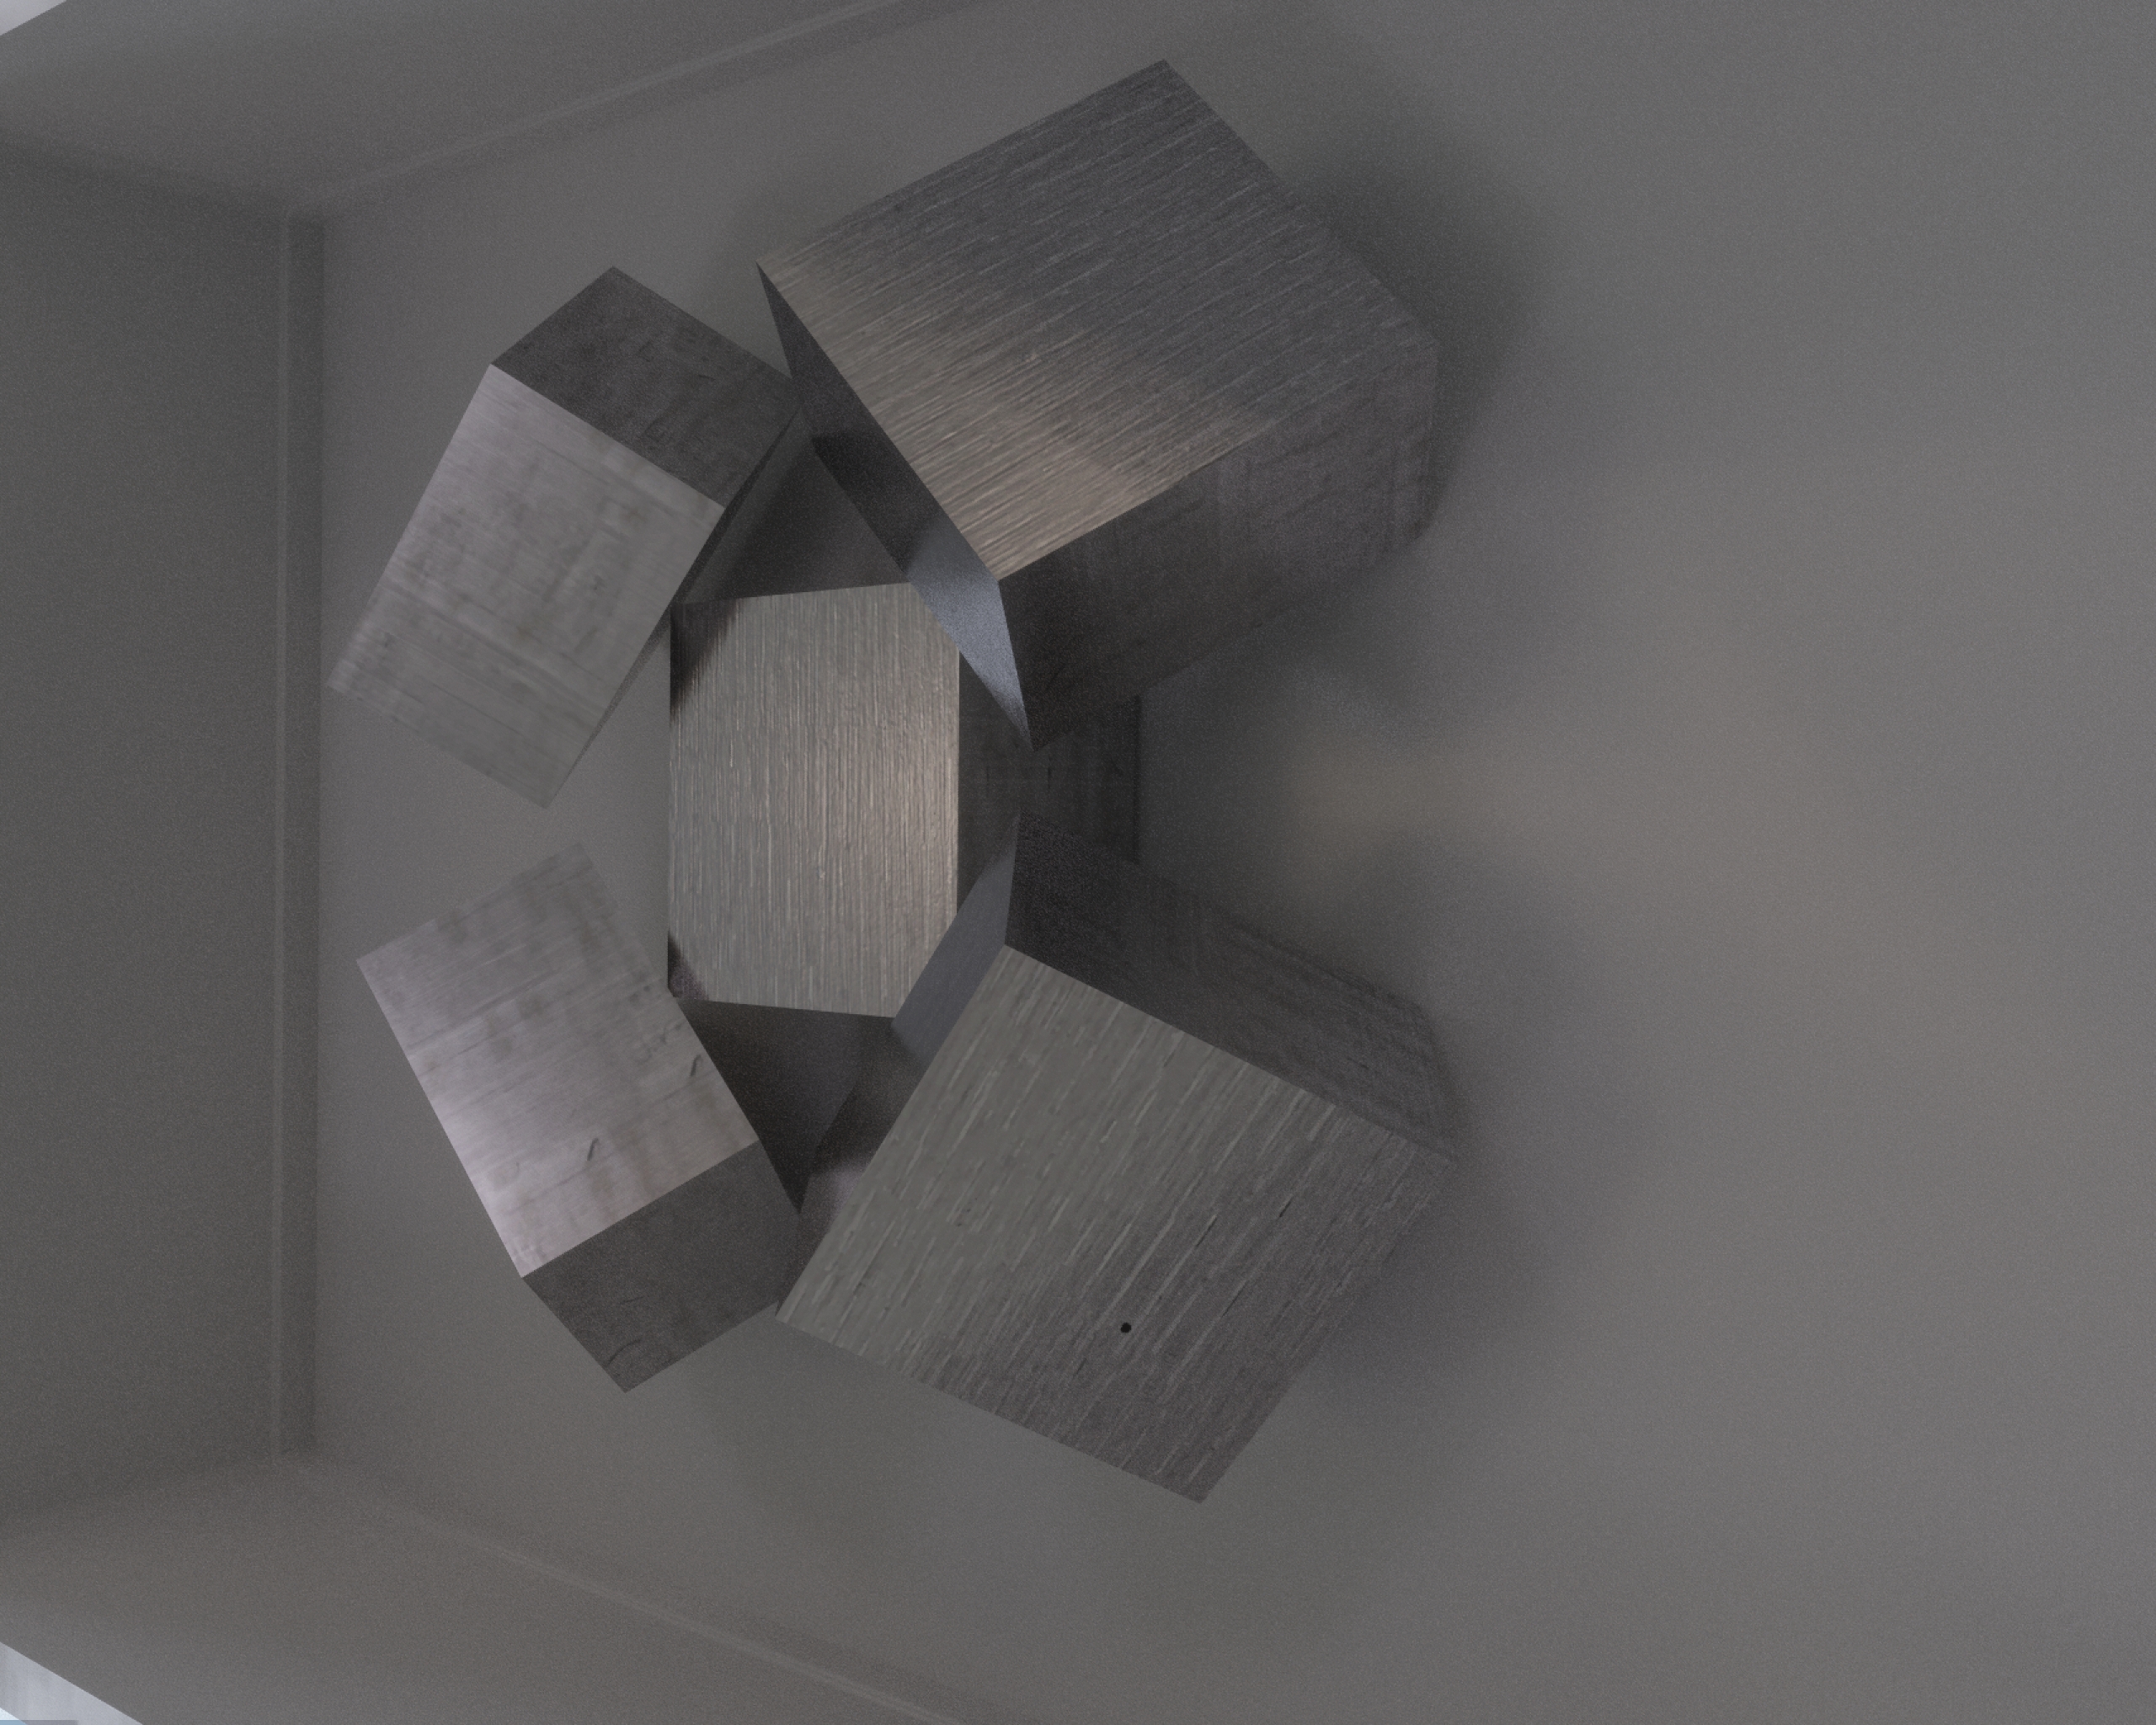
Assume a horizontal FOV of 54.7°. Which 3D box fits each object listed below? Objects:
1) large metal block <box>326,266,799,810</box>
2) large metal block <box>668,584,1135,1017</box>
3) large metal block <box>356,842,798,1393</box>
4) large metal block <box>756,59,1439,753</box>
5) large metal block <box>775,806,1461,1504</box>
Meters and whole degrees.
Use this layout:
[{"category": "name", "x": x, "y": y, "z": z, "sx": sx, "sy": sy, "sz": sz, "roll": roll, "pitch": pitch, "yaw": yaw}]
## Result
[{"category": "large metal block", "x": -0.106, "y": -0.071, "z": 0.446, "sx": 0.050, "sy": 0.080, "sz": 0.080, "roll": 31, "pitch": 117, "yaw": -11}, {"category": "large metal block", "x": -0.036, "y": -0.012, "z": 0.417, "sx": 0.080, "sy": 0.050, "sz": 0.080, "roll": 1, "pitch": 91, "yaw": 40}, {"category": "large metal block", "x": -0.102, "y": 0.056, "z": 0.446, "sx": 0.080, "sy": 0.050, "sz": 0.080, "roll": 53, "pitch": 165, "yaw": 26}, {"category": "large metal block", "x": 0.004, "y": -0.079, "z": 0.358, "sx": 0.080, "sy": 0.050, "sz": 0.080, "roll": -30, "pitch": 63, "yaw": -11}, {"category": "large metal block", "x": 0.006, "y": 0.050, "z": 0.355, "sx": 0.080, "sy": 0.050, "sz": 0.080, "roll": 27, "pitch": 113, "yaw": -11}]
